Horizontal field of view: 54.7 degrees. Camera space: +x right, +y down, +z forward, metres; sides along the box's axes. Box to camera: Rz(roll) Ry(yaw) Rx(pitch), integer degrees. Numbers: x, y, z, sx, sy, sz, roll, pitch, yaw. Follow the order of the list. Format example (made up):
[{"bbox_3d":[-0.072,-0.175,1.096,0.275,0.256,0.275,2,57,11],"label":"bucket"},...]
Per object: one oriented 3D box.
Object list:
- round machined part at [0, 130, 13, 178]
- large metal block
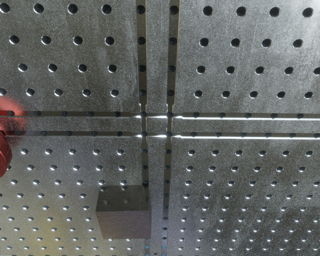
[{"bbox_3d":[-0.252,0.027,0.421,0.099,0.042,0.097,0,130,0],"label":"round machined part"},{"bbox_3d":[-0.057,0.140,0.514,0.080,0.050,0.079,-2,130,1],"label":"large metal block"}]
